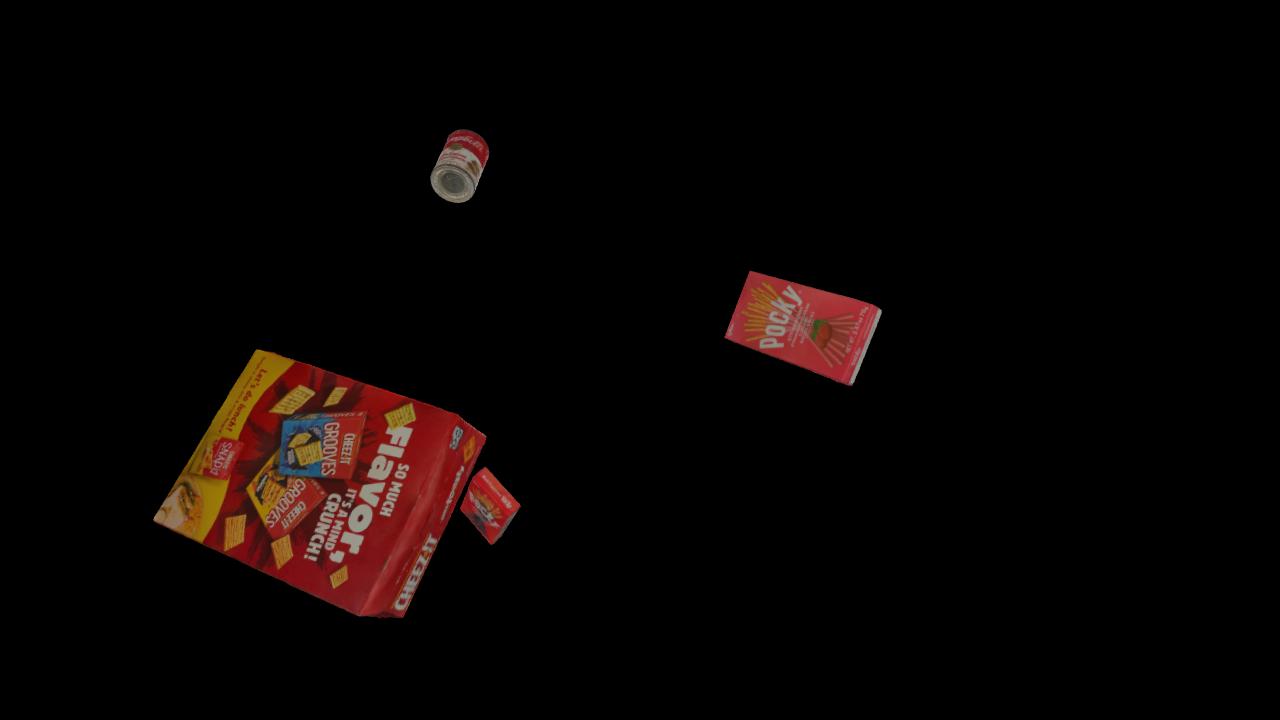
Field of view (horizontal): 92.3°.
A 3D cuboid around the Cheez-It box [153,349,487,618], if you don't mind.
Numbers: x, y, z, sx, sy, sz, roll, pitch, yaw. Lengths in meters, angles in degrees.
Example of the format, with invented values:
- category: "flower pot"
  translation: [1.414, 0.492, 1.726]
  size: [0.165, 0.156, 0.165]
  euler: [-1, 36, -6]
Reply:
- category: "Cheez-It box"
  translation: [-0.269, 0.099, 0.528]
  size: [0.223, 0.166, 0.071]
  euler: [14, -21, 16]

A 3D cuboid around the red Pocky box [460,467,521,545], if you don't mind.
- category: "red Pocky box"
  translation: [-0.236, 0.229, 0.957]
  size: [0.028, 0.083, 0.155]
  euler: [-37, -11, -37]

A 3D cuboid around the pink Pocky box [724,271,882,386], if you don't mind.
- category: "pink Pocky box"
  translation: [0.169, -0.038, 0.662]
  size: [0.155, 0.084, 0.029]
  euler: [25, 7, 41]

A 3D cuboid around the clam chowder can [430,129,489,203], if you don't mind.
- category: "clam chowder can"
  translation: [-0.276, -0.298, 0.946]
  size: [0.068, 0.102, 0.068]
  euler: [2, -40, 2]
